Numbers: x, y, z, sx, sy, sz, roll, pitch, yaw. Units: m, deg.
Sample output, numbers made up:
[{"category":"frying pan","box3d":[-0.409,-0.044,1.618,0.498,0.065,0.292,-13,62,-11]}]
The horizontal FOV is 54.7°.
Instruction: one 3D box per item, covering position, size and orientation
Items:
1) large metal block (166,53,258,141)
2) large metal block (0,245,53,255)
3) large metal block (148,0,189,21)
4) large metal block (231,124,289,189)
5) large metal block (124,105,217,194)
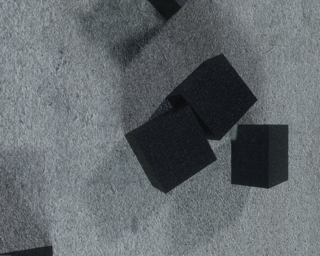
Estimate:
[{"category":"large metal block","box3d":[0.070,-0.040,0.421,0.080,0.050,0.080,-45,104,-15]},{"category":"large metal block","box3d":[-0.158,0.183,0.338,0.081,0.050,0.079,-2,91,-20]},{"category":"large metal block","box3d":[0.015,-0.203,0.401,0.080,0.050,0.080,43,76,-15]},{"category":"large metal block","box3d":[0.140,0.035,0.429,0.081,0.050,0.079,0,91,-51]},{"category":"large metal block","box3d":[0.013,0.025,0.401,0.080,0.050,0.080,-31,100,-17]}]
